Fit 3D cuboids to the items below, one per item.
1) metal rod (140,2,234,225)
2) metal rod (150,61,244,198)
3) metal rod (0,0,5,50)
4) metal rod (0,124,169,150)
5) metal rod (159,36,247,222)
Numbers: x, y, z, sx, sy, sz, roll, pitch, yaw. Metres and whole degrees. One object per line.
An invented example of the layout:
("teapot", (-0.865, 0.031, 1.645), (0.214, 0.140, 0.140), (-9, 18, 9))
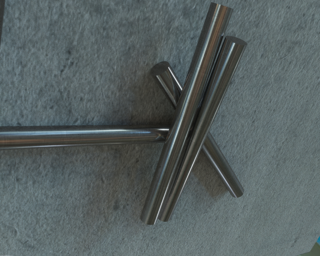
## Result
("metal rod", (0.025, 0.000, 0.388), (0.025, 0.025, 0.298), (3, 117, -30))
("metal rod", (0.069, 0.022, 0.460), (0.025, 0.025, 0.300), (-39, 130, -2))
("metal rod", (-0.161, -0.029, 0.276), (0.025, 0.025, 0.298), (5, 108, -31))
("metal rod", (-0.105, 0.009, 0.355), (0.303, 0.025, 0.025), (-1, 119, -28))
("metal rod", (0.045, 0.023, 0.418), (0.025, 0.025, 0.298), (-2, 128, -28))
